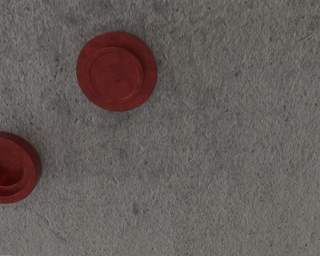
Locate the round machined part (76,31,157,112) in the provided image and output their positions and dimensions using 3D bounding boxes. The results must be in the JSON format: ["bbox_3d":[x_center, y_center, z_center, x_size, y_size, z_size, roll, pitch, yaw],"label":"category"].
[{"bbox_3d":[-0.053,-0.066,0.376,0.099,0.042,0.097,0,110,0],"label":"round machined part"}]

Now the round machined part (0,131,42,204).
[{"bbox_3d":[-0.208,0.049,0.417,0.099,0.042,0.097,0,110,0],"label":"round machined part"}]
